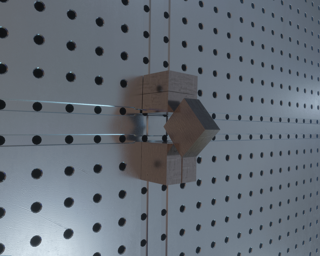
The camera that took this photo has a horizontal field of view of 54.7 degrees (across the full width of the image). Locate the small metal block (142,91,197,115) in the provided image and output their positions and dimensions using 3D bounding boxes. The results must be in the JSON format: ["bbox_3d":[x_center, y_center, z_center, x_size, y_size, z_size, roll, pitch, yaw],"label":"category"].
[{"bbox_3d":[0.013,-0.031,0.405,0.050,0.050,0.025,3,89,-40],"label":"small metal block"}]

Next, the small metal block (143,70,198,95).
[{"bbox_3d":[0.013,-0.056,0.405,0.050,0.050,0.025,3,89,-40],"label":"small metal block"}]

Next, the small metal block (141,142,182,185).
[{"bbox_3d":[0.001,0.044,0.396,0.025,0.050,0.050,2,89,-40],"label":"small metal block"}]

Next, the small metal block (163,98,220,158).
[{"bbox_3d":[0.037,0.000,0.372,0.025,0.050,0.050,1,47,-40],"label":"small metal block"}]

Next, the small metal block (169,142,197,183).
[{"bbox_3d":[0.021,0.044,0.411,0.025,0.050,0.050,2,89,-40],"label":"small metal block"}]
